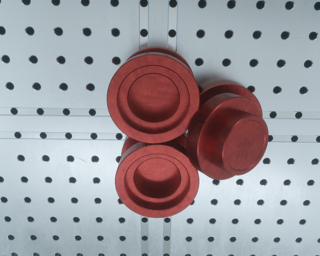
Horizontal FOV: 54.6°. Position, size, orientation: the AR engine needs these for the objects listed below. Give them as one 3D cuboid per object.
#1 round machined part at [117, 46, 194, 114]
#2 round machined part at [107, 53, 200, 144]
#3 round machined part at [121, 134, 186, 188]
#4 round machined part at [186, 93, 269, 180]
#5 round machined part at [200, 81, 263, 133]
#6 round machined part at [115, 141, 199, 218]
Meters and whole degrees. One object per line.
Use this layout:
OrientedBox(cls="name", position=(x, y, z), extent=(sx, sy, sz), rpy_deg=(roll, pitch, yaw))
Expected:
OrientedBox(cls="round machined part", position=(-0.005, -0.050, 0.387), extent=(0.099, 0.042, 0.097), rpy_deg=(0, 110, 0))
OrientedBox(cls="round machined part", position=(-0.007, -0.035, 0.346), extent=(0.099, 0.042, 0.097), rpy_deg=(0, 110, 0))
OrientedBox(cls="round machined part", position=(-0.004, 0.042, 0.420), extent=(0.099, 0.042, 0.097), rpy_deg=(0, 110, 0))
OrientedBox(cls="round machined part", position=(0.081, 0.013, 0.342), extent=(0.099, 0.042, 0.097), rpy_deg=(-12, 113, -30))
OrientedBox(cls="round machined part", position=(0.084, -0.009, 0.402), extent=(0.099, 0.042, 0.097), rpy_deg=(0, 110, 0))
OrientedBox(cls="round machined part", position=(-0.003, 0.057, 0.380), extent=(0.099, 0.042, 0.097), rpy_deg=(0, 110, 0))
